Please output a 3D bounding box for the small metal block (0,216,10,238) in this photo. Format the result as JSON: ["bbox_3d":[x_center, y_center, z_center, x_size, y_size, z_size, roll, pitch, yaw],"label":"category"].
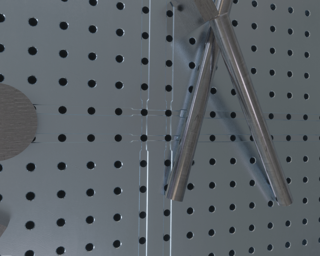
[{"bbox_3d":[-0.204,0.116,0.338,0.050,0.025,0.050,35,79,-17],"label":"small metal block"}]

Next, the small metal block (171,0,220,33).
[{"bbox_3d":[0.046,-0.162,0.416,0.025,0.050,0.050,-34,101,-17],"label":"small metal block"}]

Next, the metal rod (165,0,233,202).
[{"bbox_3d":[0.057,-0.048,0.433,0.025,0.025,0.299,17,84,-19],"label":"metal rod"}]

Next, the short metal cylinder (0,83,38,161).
[{"bbox_3d":[-0.175,-0.006,0.335,0.081,0.050,0.079,0,90,-20],"label":"short metal cylinder"}]

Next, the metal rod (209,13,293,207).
[{"bbox_3d":[0.135,-0.012,0.437,0.025,0.025,0.299,-32,110,-17],"label":"metal rod"}]
